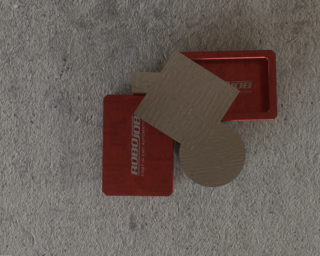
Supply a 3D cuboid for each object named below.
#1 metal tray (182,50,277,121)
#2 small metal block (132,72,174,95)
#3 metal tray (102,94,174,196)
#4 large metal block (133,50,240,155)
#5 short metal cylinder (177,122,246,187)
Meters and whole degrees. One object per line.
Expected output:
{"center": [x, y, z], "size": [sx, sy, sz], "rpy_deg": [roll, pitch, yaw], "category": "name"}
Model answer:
{"center": [0.084, -0.054, 0.409], "size": [0.131, 0.030, 0.089], "rpy_deg": [-2, 90, 0], "category": "metal tray"}
{"center": [-0.009, -0.055, 0.399], "size": [0.050, 0.050, 0.025], "rpy_deg": [1, 90, 0], "category": "small metal block"}
{"center": [-0.028, 0.022, 0.409], "size": [0.091, 0.030, 0.129], "rpy_deg": [1, 90, 0], "category": "metal tray"}
{"center": [0.028, -0.027, 0.347], "size": [0.080, 0.050, 0.080], "rpy_deg": [33, 90, 0], "category": "large metal block"}
{"center": [0.064, 0.032, 0.399], "size": [0.080, 0.050, 0.080], "rpy_deg": [0, 90, 0], "category": "short metal cylinder"}
